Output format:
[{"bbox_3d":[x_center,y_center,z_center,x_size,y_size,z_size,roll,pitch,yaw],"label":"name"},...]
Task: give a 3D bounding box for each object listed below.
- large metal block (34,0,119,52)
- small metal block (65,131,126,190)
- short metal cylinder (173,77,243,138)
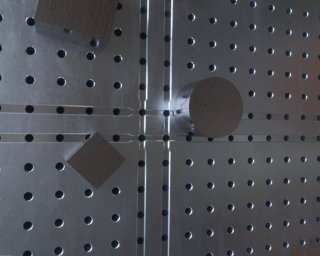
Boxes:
[{"bbox_3d":[-0.095,-0.145,0.364,0.081,0.050,0.080,13,86,-20],"label":"large metal block"},{"bbox_3d":[-0.080,0.039,0.384,0.050,0.025,0.050,-46,105,-14],"label":"small metal block"},{"bbox_3d":[0.065,-0.027,0.425,0.081,0.050,0.079,0,90,-20],"label":"short metal cylinder"}]
